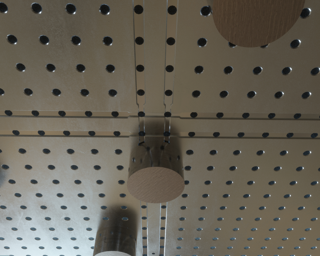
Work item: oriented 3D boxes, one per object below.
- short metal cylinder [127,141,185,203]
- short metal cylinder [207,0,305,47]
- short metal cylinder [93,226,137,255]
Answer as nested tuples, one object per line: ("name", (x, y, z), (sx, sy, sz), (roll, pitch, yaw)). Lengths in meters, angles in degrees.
("short metal cylinder", (-0.006, 0.065, 0.451), (0.081, 0.050, 0.079), (0, 130, 0))
("short metal cylinder", (0.086, -0.124, 0.291), (0.081, 0.050, 0.079), (0, 130, 0))
("short metal cylinder", (-0.085, 0.231, 0.591), (0.081, 0.050, 0.079), (0, 130, 0))
